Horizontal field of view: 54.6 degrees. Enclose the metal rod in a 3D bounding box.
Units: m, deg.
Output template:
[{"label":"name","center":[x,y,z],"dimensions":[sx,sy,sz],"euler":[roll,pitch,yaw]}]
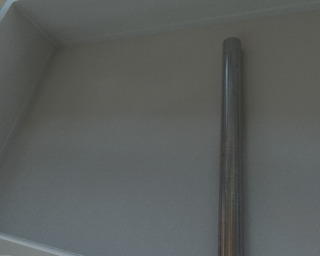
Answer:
[{"label":"metal rod","center":[0.082,0.015,0.354],"dimensions":[0.025,0.025,0.300],"euler":[-7,58,25]}]
